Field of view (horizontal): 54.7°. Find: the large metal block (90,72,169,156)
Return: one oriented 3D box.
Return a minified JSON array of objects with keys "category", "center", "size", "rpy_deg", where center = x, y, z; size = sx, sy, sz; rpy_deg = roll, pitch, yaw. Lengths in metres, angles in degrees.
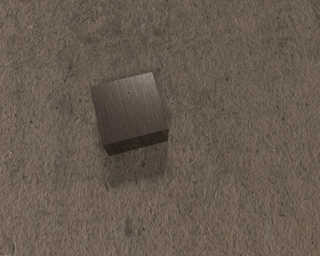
[{"category":"large metal block","center":[-0.039,-0.017,0.401],"size":[0.081,0.050,0.080],"rpy_deg":[-14,71,-6]}]
